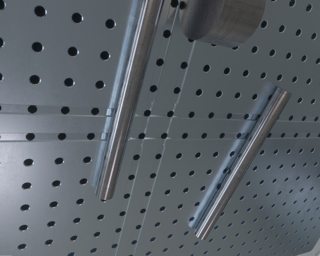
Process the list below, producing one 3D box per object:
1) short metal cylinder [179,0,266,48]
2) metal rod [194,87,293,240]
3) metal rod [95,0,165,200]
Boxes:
[{"bbox_3d":[0.064,-0.130,0.330,0.050,0.080,0.079,2,117,-30],"label":"short metal cylinder"},{"bbox_3d":[0.134,0.070,0.527,0.025,0.025,0.298,12,112,-33],"label":"metal rod"},{"bbox_3d":[-0.037,-0.040,0.366,0.025,0.025,0.298,3,117,-30],"label":"metal rod"}]
